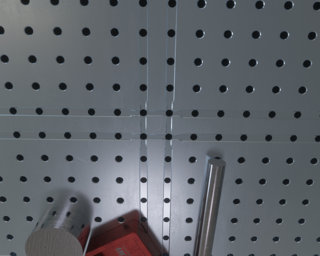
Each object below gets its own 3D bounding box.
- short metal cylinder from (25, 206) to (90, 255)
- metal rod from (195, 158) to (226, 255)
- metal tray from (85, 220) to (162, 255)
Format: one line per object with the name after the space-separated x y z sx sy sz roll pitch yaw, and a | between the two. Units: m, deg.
-0.149 0.165 0.459 0.081 0.050 0.079 0 110 0 | short metal cylinder
0.069 0.187 0.483 0.025 0.025 0.298 4 110 -2 | metal rod
-0.045 0.217 0.490 0.090 0.030 0.130 -27 108 9 | metal tray
